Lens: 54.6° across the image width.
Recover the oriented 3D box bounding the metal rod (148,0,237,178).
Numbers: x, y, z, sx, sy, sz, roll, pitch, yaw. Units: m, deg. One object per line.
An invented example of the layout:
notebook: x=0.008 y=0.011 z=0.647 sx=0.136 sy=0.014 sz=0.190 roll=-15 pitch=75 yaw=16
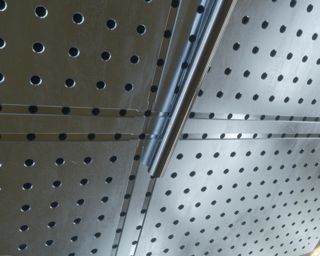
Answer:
metal rod: x=0.044 y=-0.066 z=0.393 sx=0.025 sy=0.025 sz=0.298 roll=8 pitch=115 yaw=-32
